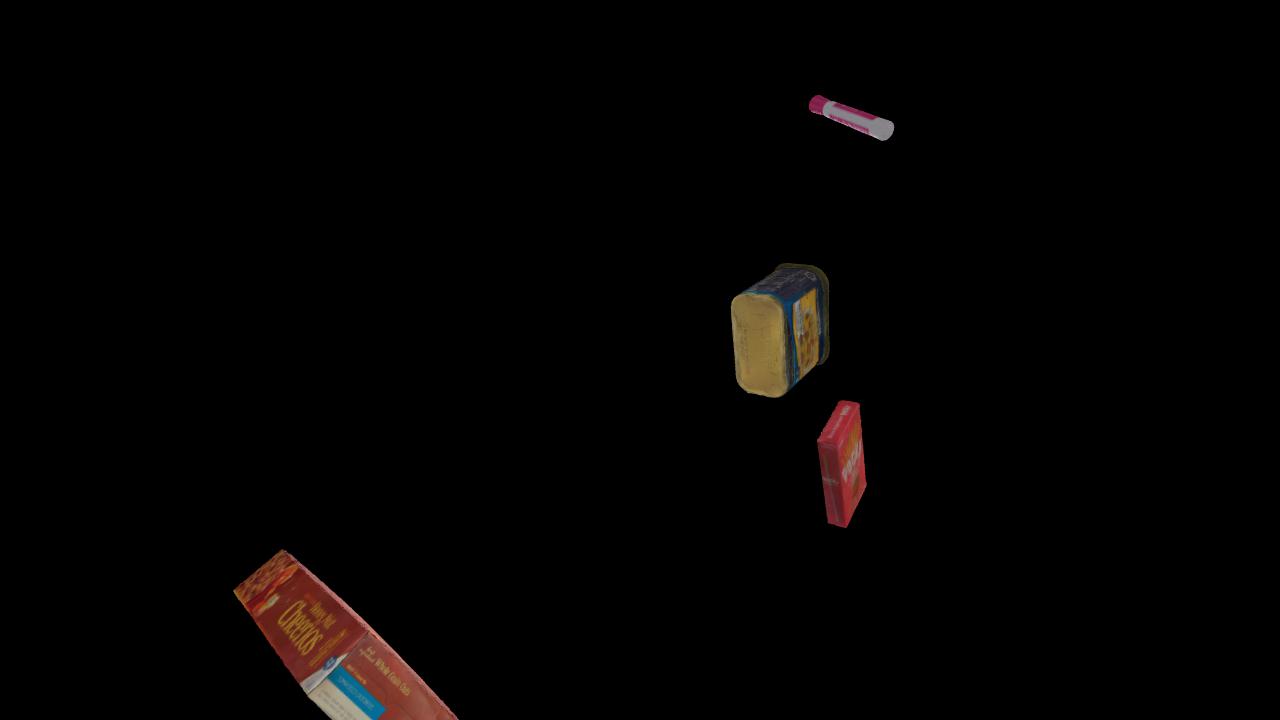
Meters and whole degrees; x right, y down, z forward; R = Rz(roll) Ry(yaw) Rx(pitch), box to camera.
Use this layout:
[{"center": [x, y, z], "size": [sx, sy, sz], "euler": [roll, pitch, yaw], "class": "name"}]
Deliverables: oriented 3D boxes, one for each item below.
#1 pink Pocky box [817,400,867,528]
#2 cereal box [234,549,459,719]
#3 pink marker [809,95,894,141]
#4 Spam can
[{"center": [0.266, 0.137, 0.805], "size": [0.029, 0.155, 0.084], "euler": [10, 41, 36], "class": "pink Pocky box"}, {"center": [-0.335, 0.347, 0.705], "size": [0.306, 0.203, 0.081], "euler": [5, 41, 46], "class": "cereal box"}, {"center": [0.215, -0.254, 0.639], "size": [0.020, 0.020, 0.121], "euler": [0, 33, -27], "class": "pink marker"}, {"center": [0.128, -0.027, 0.558], "size": [0.058, 0.101, 0.085], "euler": [11, 30, 38], "class": "Spam can"}]
